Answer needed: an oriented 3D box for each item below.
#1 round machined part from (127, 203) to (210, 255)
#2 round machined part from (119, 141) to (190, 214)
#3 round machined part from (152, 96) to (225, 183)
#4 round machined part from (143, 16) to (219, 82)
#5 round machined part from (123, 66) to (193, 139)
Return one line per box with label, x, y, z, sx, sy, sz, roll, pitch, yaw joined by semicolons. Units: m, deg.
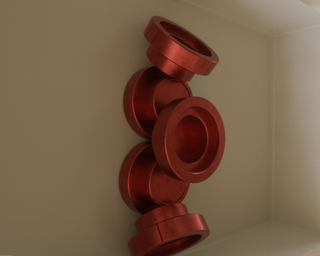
round machined part;0.008;0.126;0.379;0.099;0.098;0.042;8;47;-40
round machined part;0.001;0.065;0.395;0.099;0.042;0.097;0;90;-40
round machined part;0.029;0.013;0.364;0.099;0.042;0.097;0;90;-40
round machined part;0.022;-0.095;0.390;0.099;0.098;0.042;9;127;-40
round machined part;0.005;-0.032;0.399;0.099;0.042;0.097;0;90;-40
